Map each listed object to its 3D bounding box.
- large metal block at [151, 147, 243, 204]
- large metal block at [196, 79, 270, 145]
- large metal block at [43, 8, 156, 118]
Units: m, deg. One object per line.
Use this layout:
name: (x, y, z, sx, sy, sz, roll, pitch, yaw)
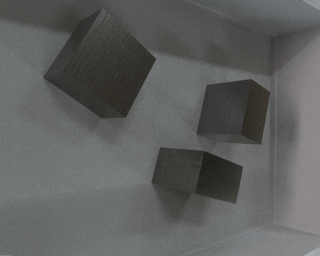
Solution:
large metal block: (0.050, 0.062, 0.412, 0.080, 0.080, 0.050, 23, 76, -38)
large metal block: (0.109, -0.022, 0.461, 0.050, 0.080, 0.080, 22, 76, -38)
large metal block: (-0.063, -0.066, 0.337, 0.080, 0.050, 0.080, 38, 67, -33)
